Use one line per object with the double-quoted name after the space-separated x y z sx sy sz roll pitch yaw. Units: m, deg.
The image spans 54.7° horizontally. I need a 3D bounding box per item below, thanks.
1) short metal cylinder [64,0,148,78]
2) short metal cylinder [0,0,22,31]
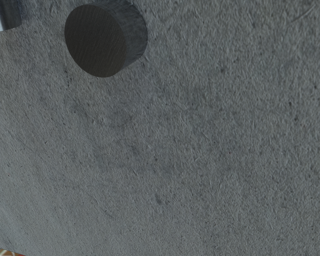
-0.061 -0.105 0.358 0.080 0.050 0.079 13 124 21 "short metal cylinder"
-0.224 -0.155 0.394 0.080 0.080 0.050 12 124 21 "short metal cylinder"
